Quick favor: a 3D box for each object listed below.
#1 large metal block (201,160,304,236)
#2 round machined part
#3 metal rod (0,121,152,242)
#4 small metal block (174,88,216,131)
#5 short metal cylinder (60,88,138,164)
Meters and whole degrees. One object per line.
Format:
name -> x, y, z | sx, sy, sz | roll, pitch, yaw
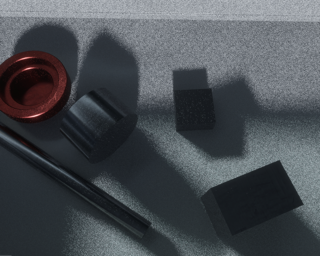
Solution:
large metal block -> 0.098, 0.083, 0.351 | 0.080, 0.080, 0.050 | -20, 72, -8
round machined part -> -0.169, -0.051, 0.417 | 0.099, 0.042, 0.098 | 0, 70, -1
metal rod -> -0.143, 0.046, 0.390 | 0.301, 0.025, 0.025 | 31, 73, 10
small metal block -> 0.046, -0.024, 0.419 | 0.050, 0.025, 0.050 | -3, 70, -2
short metal cylinder -> -0.073, -0.003, 0.381 | 0.050, 0.080, 0.080 | 42, 75, 13
